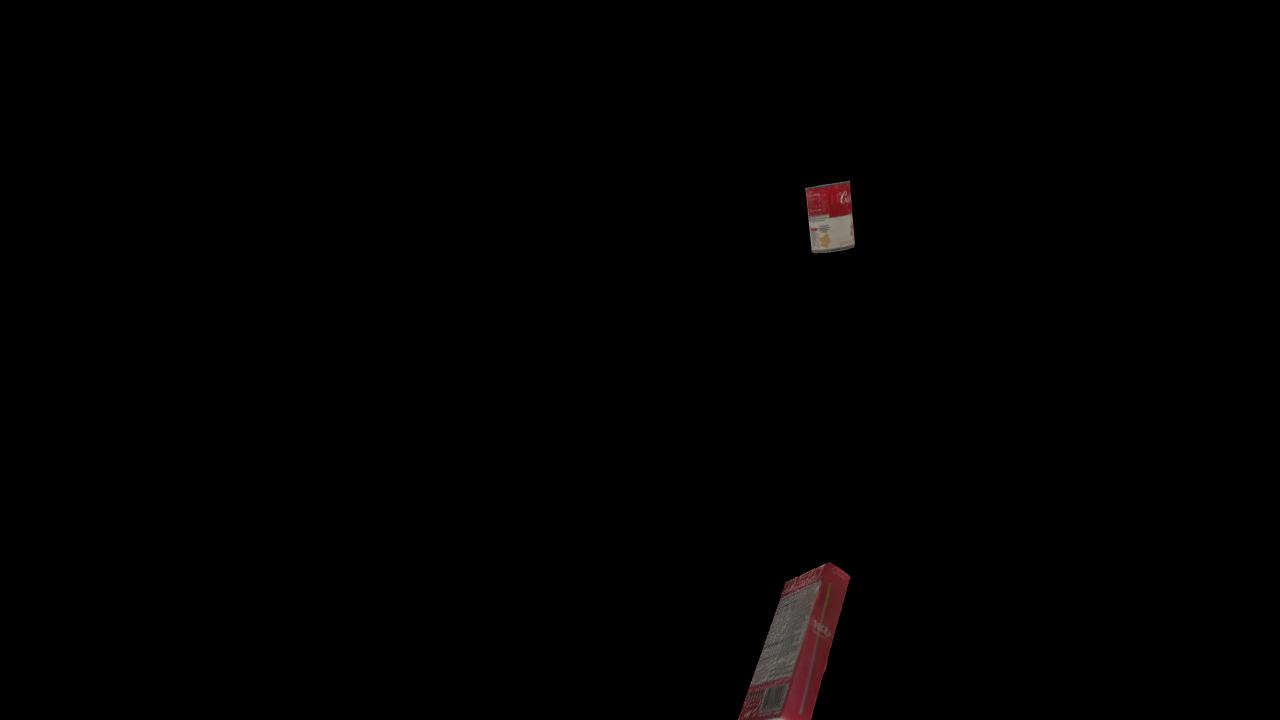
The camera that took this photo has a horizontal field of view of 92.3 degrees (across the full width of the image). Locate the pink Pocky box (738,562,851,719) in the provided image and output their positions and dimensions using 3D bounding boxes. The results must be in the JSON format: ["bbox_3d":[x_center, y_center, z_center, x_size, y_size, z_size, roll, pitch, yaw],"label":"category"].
[{"bbox_3d":[0.148,0.273,0.585,0.029,0.155,0.084,34,-39,1],"label":"pink Pocky box"}]

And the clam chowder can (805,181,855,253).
[{"bbox_3d":[0.297,-0.223,0.962,0.068,0.102,0.068,-9,13,2],"label":"clam chowder can"}]
